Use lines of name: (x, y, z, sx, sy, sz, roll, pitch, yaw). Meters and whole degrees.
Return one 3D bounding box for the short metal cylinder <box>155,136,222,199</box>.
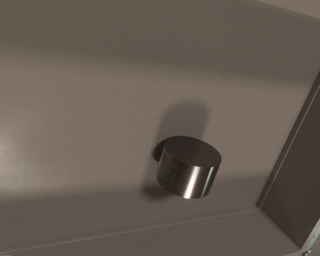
short metal cylinder: (0.039, 0.052, 0.428, 0.081, 0.080, 0.050, 0, 118, -29)
